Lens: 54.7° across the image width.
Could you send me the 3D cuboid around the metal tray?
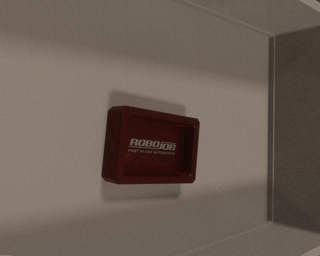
[{"bbox_3d":[-0.006,0.025,0.399,0.131,0.030,0.089,8,85,-40],"label":"metal tray"}]
